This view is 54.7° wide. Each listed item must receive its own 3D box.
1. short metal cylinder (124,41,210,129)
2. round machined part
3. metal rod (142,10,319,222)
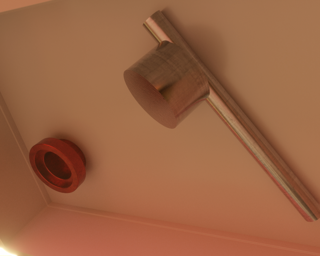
[{"bbox_3d":[0.007,-0.046,0.336,0.080,0.050,0.080,42,164,16],"label":"short metal cylinder"},{"bbox_3d":[-0.165,0.057,0.517,0.098,0.042,0.097,13,124,20],"label":"round machined part"},{"bbox_3d":[0.088,-0.008,0.356,0.300,0.025,0.025,49,128,-7],"label":"metal rod"}]
